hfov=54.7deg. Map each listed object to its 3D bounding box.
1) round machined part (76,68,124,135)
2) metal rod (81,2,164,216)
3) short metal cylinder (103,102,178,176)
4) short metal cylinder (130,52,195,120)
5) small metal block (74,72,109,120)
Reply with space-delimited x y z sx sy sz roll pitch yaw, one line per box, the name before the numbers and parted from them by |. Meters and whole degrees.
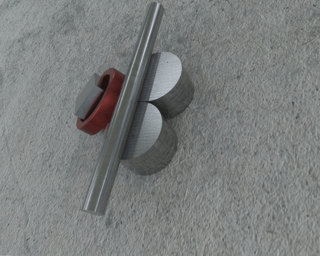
round machined part | -0.074 -0.032 0.437 0.098 0.042 0.098 -42 31 33
metal rod | -0.038 -0.043 0.388 0.025 0.025 0.300 -1 61 28
short metal cylinder | -0.024 0.014 0.393 0.080 0.050 0.080 -13 55 20
short metal cylinder | 0.001 -0.057 0.424 0.080 0.050 0.080 -13 56 21
small metal block | -0.093 -0.042 0.428 0.050 0.025 0.050 -51 27 16
